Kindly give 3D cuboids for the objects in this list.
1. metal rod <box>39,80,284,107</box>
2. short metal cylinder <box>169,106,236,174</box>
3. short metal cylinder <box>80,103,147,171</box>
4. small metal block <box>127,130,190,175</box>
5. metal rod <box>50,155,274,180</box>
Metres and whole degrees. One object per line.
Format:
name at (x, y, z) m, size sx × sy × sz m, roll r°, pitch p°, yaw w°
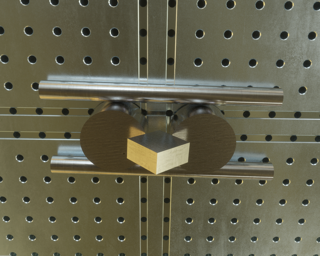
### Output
metal rod at (0.002, -0.043, 0.394) m, size 0.302 × 0.025 × 0.025 m, roll 2°, pitch 110°, yaw -1°
short metal cylinder at (0.053, 0.012, 0.401) m, size 0.081 × 0.050 × 0.079 m, roll 0°, pitch 110°, yaw 0°
short metal cylinder at (-0.057, 0.008, 0.399) m, size 0.081 × 0.050 × 0.079 m, roll 0°, pitch 110°, yaw 0°
small metal block at (-0.002, 0.026, 0.357) m, size 0.050 × 0.050 × 0.025 m, roll -14°, pitch 116°, yaw -42°
metal rod at (0.004, 0.055, 0.430) m, size 0.302 × 0.025 × 0.025 m, roll 2°, pitch 110°, yaw -1°
